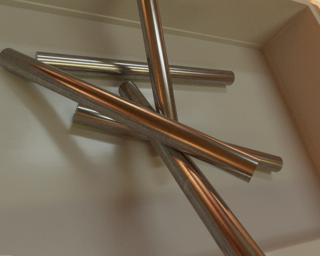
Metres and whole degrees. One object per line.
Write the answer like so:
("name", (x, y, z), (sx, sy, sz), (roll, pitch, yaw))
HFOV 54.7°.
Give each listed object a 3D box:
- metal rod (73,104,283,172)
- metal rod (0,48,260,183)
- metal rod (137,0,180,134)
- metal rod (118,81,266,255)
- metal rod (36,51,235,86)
("metal rod", (0.039, 0.018, 0.414), (0.302, 0.025, 0.025), (15, 56, -20))
("metal rod", (-0.047, -0.022, 0.319), (0.301, 0.025, 0.025), (25, 49, 17))
("metal rod", (-0.008, -0.109, 0.375), (0.025, 0.025, 0.298), (-10, 91, -33))
("metal rod", (0.017, 0.032, 0.308), (0.025, 0.025, 0.300), (-1, 35, -29))
("metal rod", (-0.016, -0.082, 0.446), (0.303, 0.025, 0.025), (-1, 62, -29))
